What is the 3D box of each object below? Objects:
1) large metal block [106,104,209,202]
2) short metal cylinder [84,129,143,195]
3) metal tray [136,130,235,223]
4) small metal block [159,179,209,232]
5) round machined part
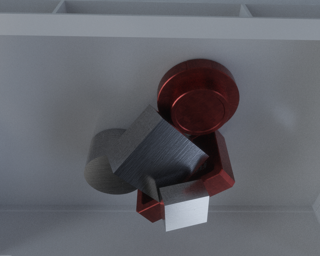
[{"bbox_3d":[-0.004,0.032,0.371,0.080,0.050,0.080,39,95,-28],"label":"large metal block"},{"bbox_3d":[-0.060,0.048,0.430,0.081,0.050,0.079,0,130,0],"label":"short metal cylinder"},{"bbox_3d":[0.029,0.061,0.416,0.130,0.090,0.030,-31,123,23],"label":"metal tray"},{"bbox_3d":[0.028,0.090,0.359,0.050,0.025,0.050,-10,130,-9],"label":"small metal block"},{"bbox_3d":[0.046,-0.029,0.371,0.099,0.042,0.097,-1,130,0],"label":"round machined part"}]
